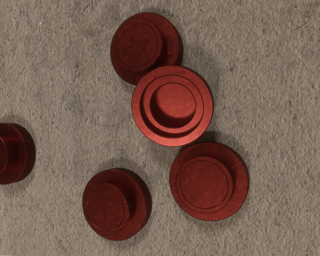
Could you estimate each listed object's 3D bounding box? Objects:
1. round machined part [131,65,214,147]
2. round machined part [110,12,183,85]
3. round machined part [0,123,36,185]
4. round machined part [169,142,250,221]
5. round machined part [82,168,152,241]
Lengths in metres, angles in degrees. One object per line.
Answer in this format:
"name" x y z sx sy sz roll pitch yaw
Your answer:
"round machined part" 0.017 -0.029 0.385 0.098 0.042 0.097 3 103 11
"round machined part" -0.022 -0.104 0.407 0.098 0.042 0.097 0 90 19
"round machined part" -0.249 0.041 0.486 0.098 0.042 0.097 0 90 19
"round machined part" 0.058 0.066 0.379 0.098 0.042 0.097 0 90 19
"round machined part" -0.064 0.105 0.422 0.098 0.042 0.097 0 90 19
